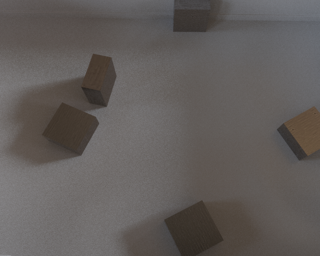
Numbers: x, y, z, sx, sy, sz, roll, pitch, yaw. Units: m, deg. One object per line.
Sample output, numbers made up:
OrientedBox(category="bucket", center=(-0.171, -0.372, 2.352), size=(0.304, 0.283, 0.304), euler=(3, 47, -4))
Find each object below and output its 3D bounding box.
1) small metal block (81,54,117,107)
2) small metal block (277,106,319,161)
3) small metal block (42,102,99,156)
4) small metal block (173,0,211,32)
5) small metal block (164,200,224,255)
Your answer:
OrientedBox(category="small metal block", center=(-0.081, -0.063, 0.419), size=(0.025, 0.050, 0.050), euler=(12, 71, 4))
OrientedBox(category="small metal block", center=(0.194, 0.007, 0.408), size=(0.050, 0.025, 0.050), euler=(-27, 72, -10))
OrientedBox(category="small metal block", center=(-0.116, 0.001, 0.408), size=(0.050, 0.025, 0.050), euler=(23, 72, 8))
OrientedBox(category="small metal block", center=(0.045, -0.168, 0.458), size=(0.050, 0.050, 0.025), euler=(0, 70, 0))
OrientedBox(category="small metal block", center=(0.039, 0.121, 0.366), size=(0.050, 0.025, 0.050), euler=(-25, 72, -9))
